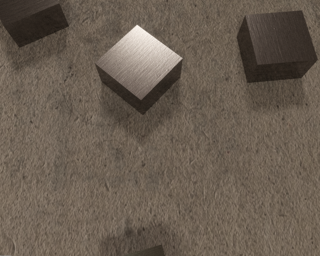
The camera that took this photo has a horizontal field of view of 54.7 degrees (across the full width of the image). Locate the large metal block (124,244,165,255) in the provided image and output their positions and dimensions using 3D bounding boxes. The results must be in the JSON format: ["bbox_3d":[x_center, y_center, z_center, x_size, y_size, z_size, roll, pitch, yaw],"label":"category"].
[{"bbox_3d":[-0.025,0.175,0.309,0.081,0.050,0.080,-14,29,-6],"label":"large metal block"}]

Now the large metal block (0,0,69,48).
[{"bbox_3d":[-0.195,-0.179,0.458,0.080,0.050,0.080,-28,73,-10],"label":"large metal block"}]

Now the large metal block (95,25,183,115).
[{"bbox_3d":[-0.027,-0.079,0.423,0.080,0.050,0.080,39,74,13],"label":"large metal block"}]

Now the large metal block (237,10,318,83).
[{"bbox_3d":[0.162,-0.114,0.439,0.081,0.050,0.080,-6,70,-3],"label":"large metal block"}]
